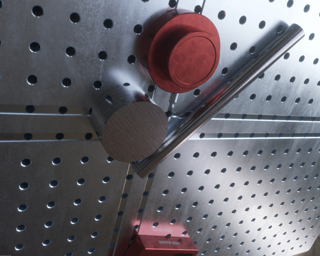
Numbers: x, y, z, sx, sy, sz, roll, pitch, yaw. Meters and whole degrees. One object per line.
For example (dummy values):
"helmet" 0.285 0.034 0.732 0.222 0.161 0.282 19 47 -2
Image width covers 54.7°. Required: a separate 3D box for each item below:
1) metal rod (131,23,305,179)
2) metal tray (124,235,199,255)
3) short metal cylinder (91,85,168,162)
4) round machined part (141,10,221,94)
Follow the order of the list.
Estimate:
"metal rod" 0.081 -0.037 0.434 0.300 0.025 0.025 -42 130 0
"metal tray" -0.004 0.240 0.556 0.131 0.030 0.090 18 109 -36
"short metal cylinder" -0.037 -0.006 0.372 0.081 0.050 0.079 -14 124 -21
"round machined part" 0.031 -0.085 0.366 0.099 0.042 0.097 -14 125 -21
